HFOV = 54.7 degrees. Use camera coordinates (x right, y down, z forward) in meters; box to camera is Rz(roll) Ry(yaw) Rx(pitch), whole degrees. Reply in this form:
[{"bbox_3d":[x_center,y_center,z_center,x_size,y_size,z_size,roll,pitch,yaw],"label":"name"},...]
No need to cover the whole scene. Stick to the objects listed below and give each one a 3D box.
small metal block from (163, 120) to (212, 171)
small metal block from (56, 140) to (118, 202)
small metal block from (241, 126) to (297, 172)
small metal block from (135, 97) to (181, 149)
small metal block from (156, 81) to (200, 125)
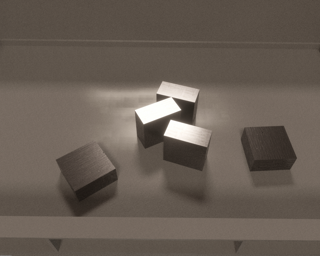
[{"bbox_3d":[0.032,0.022,0.371,0.050,0.050,0.025,15,52,12],"label":"small metal block"},{"bbox_3d":[-0.085,0.049,0.363,0.050,0.025,0.050,-29,56,-22],"label":"small metal block"},{"bbox_3d":[0.134,0.025,0.386,0.050,0.025,0.050,-2,50,-3],"label":"small metal block"},{"bbox_3d":[-0.002,-0.006,0.394,0.050,0.050,0.025,-21,54,-17],"label":"small metal block"},{"bbox_3d":[0.023,-0.031,0.415,0.050,0.050,0.025,14,51,11],"label":"small metal block"}]
